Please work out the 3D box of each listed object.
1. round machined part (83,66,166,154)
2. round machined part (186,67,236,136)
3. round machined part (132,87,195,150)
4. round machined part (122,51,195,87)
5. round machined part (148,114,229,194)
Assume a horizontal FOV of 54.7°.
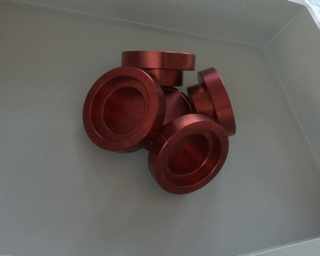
[{"bbox_3d":[-0.037,-0.018,0.361,0.042,0.098,0.098,27,40,-62],"label":"round machined part"},{"bbox_3d":[0.066,-0.030,0.426,0.042,0.098,0.098,-18,67,3],"label":"round machined part"},{"bbox_3d":[0.007,-0.017,0.408,0.099,0.042,0.098,14,56,-21],"label":"round machined part"},{"bbox_3d":[-0.002,-0.078,0.417,0.099,0.098,0.042,-4,102,-30],"label":"round machined part"},{"bbox_3d":[0.030,0.027,0.369,0.099,0.097,0.042,-1,26,-29],"label":"round machined part"}]
